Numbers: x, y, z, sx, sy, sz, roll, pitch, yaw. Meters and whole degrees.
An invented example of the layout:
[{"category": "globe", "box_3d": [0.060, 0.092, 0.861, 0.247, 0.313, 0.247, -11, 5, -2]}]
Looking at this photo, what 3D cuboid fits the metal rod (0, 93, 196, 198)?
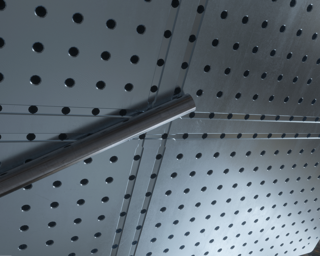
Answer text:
[{"category": "metal rod", "box_3d": [-0.093, 0.026, 0.375, 0.302, 0.025, 0.025, -24, 127, -14]}]
